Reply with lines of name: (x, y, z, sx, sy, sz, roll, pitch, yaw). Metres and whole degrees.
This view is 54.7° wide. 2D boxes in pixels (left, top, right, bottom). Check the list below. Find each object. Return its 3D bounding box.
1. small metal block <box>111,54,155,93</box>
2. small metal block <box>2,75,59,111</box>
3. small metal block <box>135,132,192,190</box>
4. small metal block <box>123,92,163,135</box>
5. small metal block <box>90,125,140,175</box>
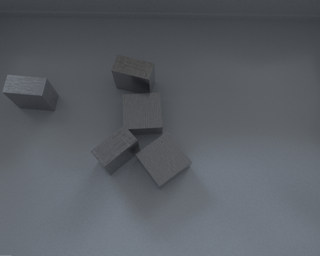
small metal block: (-0.035, -0.070, 0.422, 0.050, 0.050, 0.025, 14, 71, 5)
small metal block: (-0.170, -0.045, 0.412, 0.050, 0.050, 0.025, 5, 70, 2)
small metal block: (0.004, 0.042, 0.394, 0.050, 0.025, 0.050, -35, 74, -12)
small metal block: (-0.023, -0.019, 0.416, 0.050, 0.025, 0.050, -3, 70, -1)
small metal block: (-0.053, 0.029, 0.385, 0.050, 0.050, 0.025, -39, 75, -13)
